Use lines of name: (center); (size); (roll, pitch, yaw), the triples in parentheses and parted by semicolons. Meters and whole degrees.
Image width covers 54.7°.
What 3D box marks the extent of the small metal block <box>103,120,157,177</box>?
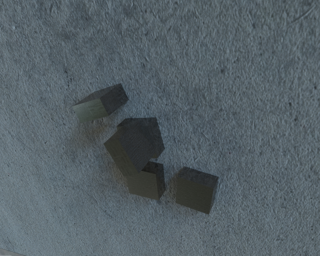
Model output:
small metal block: (-0.036, 0.025, 0.393); (0.025, 0.050, 0.050); (-18, 109, 35)

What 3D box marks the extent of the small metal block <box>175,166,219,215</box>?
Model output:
small metal block: (0.051, 0.087, 0.434); (0.050, 0.025, 0.050); (16, 125, 19)

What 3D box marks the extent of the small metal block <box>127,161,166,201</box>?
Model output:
small metal block: (-0.021, 0.077, 0.466); (0.050, 0.025, 0.050); (9, 122, 23)

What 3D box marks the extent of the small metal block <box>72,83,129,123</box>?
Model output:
small metal block: (-0.078, -0.033, 0.411); (0.050, 0.050, 0.025); (-12, 113, 33)

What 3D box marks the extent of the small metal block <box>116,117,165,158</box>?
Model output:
small metal block: (-0.026, 0.014, 0.429); (0.050, 0.025, 0.050); (-1, 118, 28)
